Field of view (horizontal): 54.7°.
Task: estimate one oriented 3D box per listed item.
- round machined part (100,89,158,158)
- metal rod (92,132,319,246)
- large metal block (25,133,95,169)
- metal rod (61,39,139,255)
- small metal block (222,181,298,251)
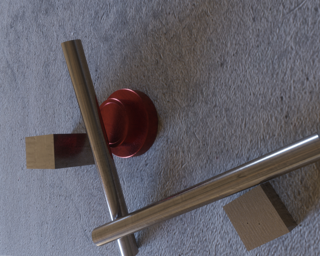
[{"bbox_3d":[-0.054,-0.007,0.436,0.098,0.042,0.097,0,90,39],"label":"round machined part"},{"bbox_3d":[0.033,0.081,0.350,0.300,0.025,0.025,-30,72,27],"label":"metal rod"},{"bbox_3d":[-0.155,0.036,0.494,0.080,0.081,0.050,-6,87,39],"label":"large metal block"},{"bbox_3d":[-0.077,0.035,0.413,0.025,0.025,0.298,-5,103,39],"label":"metal rod"},{"bbox_3d":[0.102,0.091,0.320,0.050,0.025,0.050,-42,65,31],"label":"small metal block"}]
